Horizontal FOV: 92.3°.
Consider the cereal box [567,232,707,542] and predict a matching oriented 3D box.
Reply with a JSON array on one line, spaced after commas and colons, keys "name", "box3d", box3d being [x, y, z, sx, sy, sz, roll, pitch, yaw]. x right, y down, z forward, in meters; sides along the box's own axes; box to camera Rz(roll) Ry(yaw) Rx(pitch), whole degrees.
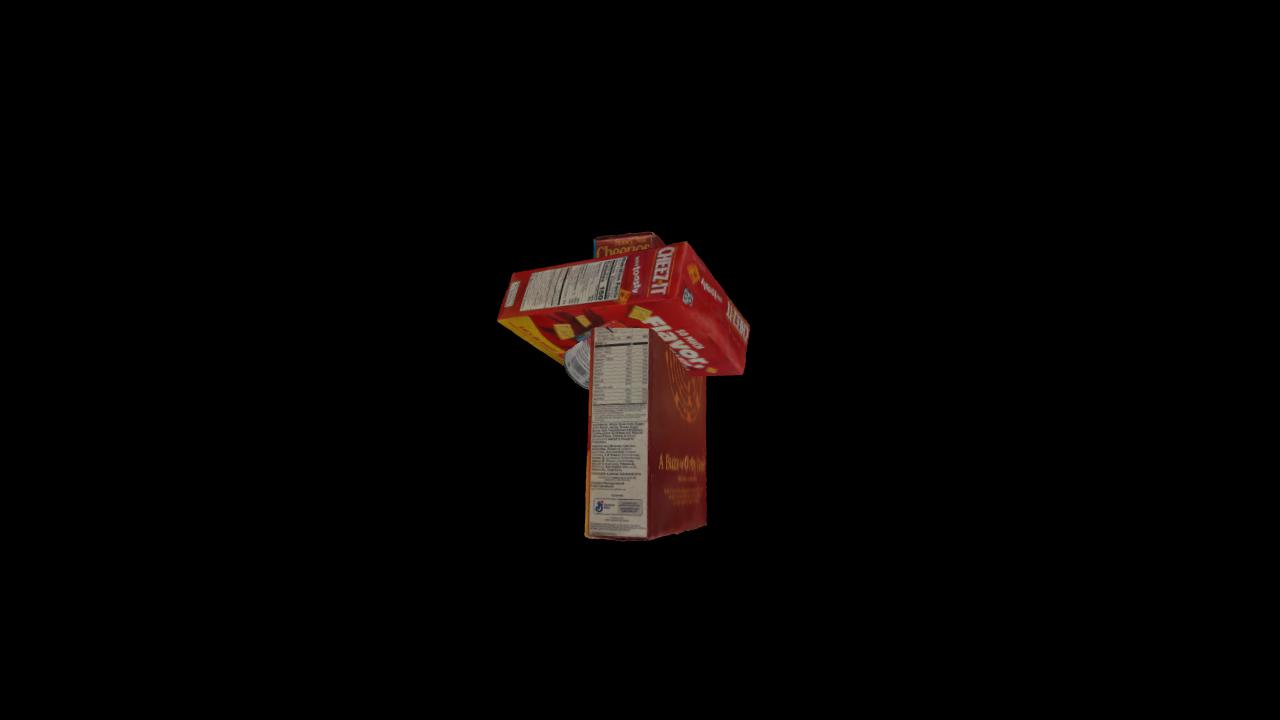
[{"name": "cereal box", "box3d": [0.016, 0.036, 0.689, 0.081, 0.306, 0.203, -4, -11, 21]}]

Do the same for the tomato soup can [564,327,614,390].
[{"name": "tomato soup can", "box3d": [-0.033, -0.018, 0.667, 0.068, 0.068, 0.101, 0, -30, -34]}]

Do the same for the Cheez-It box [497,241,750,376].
[{"name": "Cheez-It box", "box3d": [-0.015, -0.041, 0.666, 0.223, 0.071, 0.166, -3, -26, 32]}]
